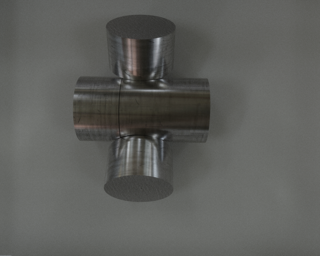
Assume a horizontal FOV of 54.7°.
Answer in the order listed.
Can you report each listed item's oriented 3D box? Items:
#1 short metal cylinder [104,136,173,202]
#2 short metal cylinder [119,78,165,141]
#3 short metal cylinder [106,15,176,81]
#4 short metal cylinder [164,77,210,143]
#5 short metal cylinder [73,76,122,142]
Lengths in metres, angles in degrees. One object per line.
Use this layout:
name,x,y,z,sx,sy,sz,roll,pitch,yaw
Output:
short metal cylinder,-0.025,0.051,0.375,0.081,0.080,0.050,0,56,0
short metal cylinder,-0.020,-0.023,0.382,0.050,0.080,0.080,1,90,0
short metal cylinder,-0.023,-0.099,0.375,0.081,0.080,0.050,2,128,0
short metal cylinder,0.031,-0.022,0.383,0.050,0.080,0.080,1,90,0
short metal cylinder,-0.071,-0.023,0.382,0.050,0.080,0.080,1,90,0
